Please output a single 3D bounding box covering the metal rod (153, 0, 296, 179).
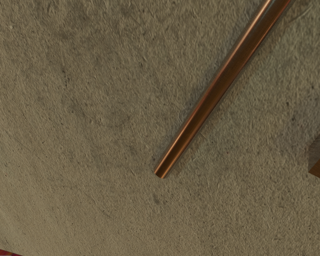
[{"bbox_3d":[0.062,-0.038,0.349,0.025,0.025,0.298,34,129,5],"label":"metal rod"}]

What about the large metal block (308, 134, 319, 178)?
[{"bbox_3d":[0.204,0.021,0.297,0.080,0.050,0.079,28,128,10],"label":"large metal block"}]
